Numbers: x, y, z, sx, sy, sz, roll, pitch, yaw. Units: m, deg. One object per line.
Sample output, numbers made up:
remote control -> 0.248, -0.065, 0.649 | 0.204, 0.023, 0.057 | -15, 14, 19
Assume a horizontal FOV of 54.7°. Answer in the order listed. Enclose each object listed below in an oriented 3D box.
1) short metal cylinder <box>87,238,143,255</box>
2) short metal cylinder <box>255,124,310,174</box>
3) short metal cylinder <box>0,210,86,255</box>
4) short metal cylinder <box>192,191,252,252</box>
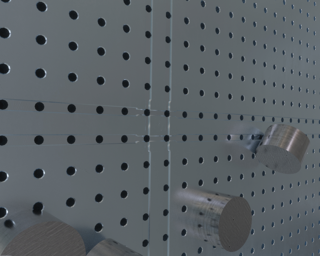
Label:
short metal cylinder -> -0.051, 0.167, 0.329 | 0.080, 0.050, 0.079 | -44, 143, -45
short metal cylinder -> 0.221, 0.038, 0.558 | 0.080, 0.080, 0.050 | 51, 60, -28
short metal cylinder -> -0.119, 0.123, 0.293 | 0.081, 0.050, 0.079 | 0, 90, -40
short metal cylinder -> 0.095, 0.141, 0.473 | 0.081, 0.050, 0.079 | 0, 90, -40
